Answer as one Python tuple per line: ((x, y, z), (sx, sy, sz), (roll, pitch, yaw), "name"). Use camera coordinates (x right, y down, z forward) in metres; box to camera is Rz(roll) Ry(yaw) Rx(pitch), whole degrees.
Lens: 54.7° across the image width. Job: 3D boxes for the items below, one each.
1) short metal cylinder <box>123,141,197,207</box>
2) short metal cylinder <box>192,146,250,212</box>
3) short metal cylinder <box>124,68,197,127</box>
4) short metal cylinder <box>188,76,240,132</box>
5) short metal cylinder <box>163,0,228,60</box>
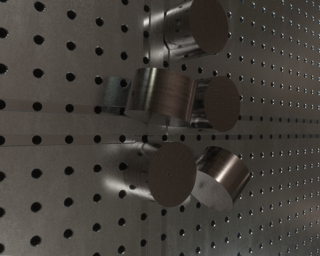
((0.001, 0.056, 0.396), (0.081, 0.050, 0.079), (0, 90, -40), "short metal cylinder")
((0.080, 0.073, 0.444), (0.050, 0.080, 0.080), (-45, 118, -31), "short metal cylinder")
((0.001, -0.035, 0.376), (0.080, 0.080, 0.050), (18, 79, -39), "short metal cylinder")
((0.074, -0.034, 0.457), (0.081, 0.050, 0.079), (0, 90, -40), "short metal cylinder")
((0.051, -0.140, 0.438), (0.081, 0.050, 0.079), (0, 90, -40), "short metal cylinder")
